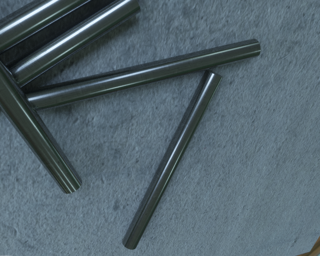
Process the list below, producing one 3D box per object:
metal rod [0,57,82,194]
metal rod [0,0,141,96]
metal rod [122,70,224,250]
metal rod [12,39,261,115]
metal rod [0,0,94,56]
[{"bbox_3d":[-0.143,-0.045,0.267,0.025,0.025,0.299,-29,128,-11],"label":"metal rod"},{"bbox_3d":[-0.150,-0.043,0.298,0.301,0.025,0.025,-35,129,-6],"label":"metal rod"},{"bbox_3d":[0.011,0.057,0.450,0.025,0.025,0.298,12,112,-34],"label":"metal rod"},{"bbox_3d":[-0.011,-0.064,0.362,0.302,0.025,0.025,-17,126,-19],"label":"metal rod"},{"bbox_3d":[-0.135,-0.087,0.279,0.301,0.025,0.025,-34,129,-7],"label":"metal rod"}]
